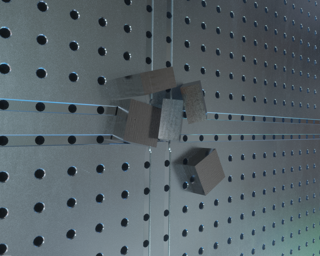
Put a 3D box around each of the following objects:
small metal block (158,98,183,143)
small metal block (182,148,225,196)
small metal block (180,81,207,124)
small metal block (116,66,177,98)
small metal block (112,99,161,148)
[{"bbox_3d":[0.016,-0.008,0.403,0.050,0.025,0.050,47,50,-82],"label":"small metal block"},{"bbox_3d":[0.067,0.064,0.464,0.050,0.025,0.050,-34,111,-35],"label":"small metal block"},{"bbox_3d":[0.048,-0.037,0.431,0.050,0.025,0.050,-57,134,-73],"label":"small metal block"},{"bbox_3d":[-0.017,-0.055,0.378,0.050,0.050,0.025,-20,103,-38],"label":"small metal block"},{"bbox_3d":[-0.027,-0.005,0.385,0.050,0.025,0.050,16,80,-39],"label":"small metal block"}]
